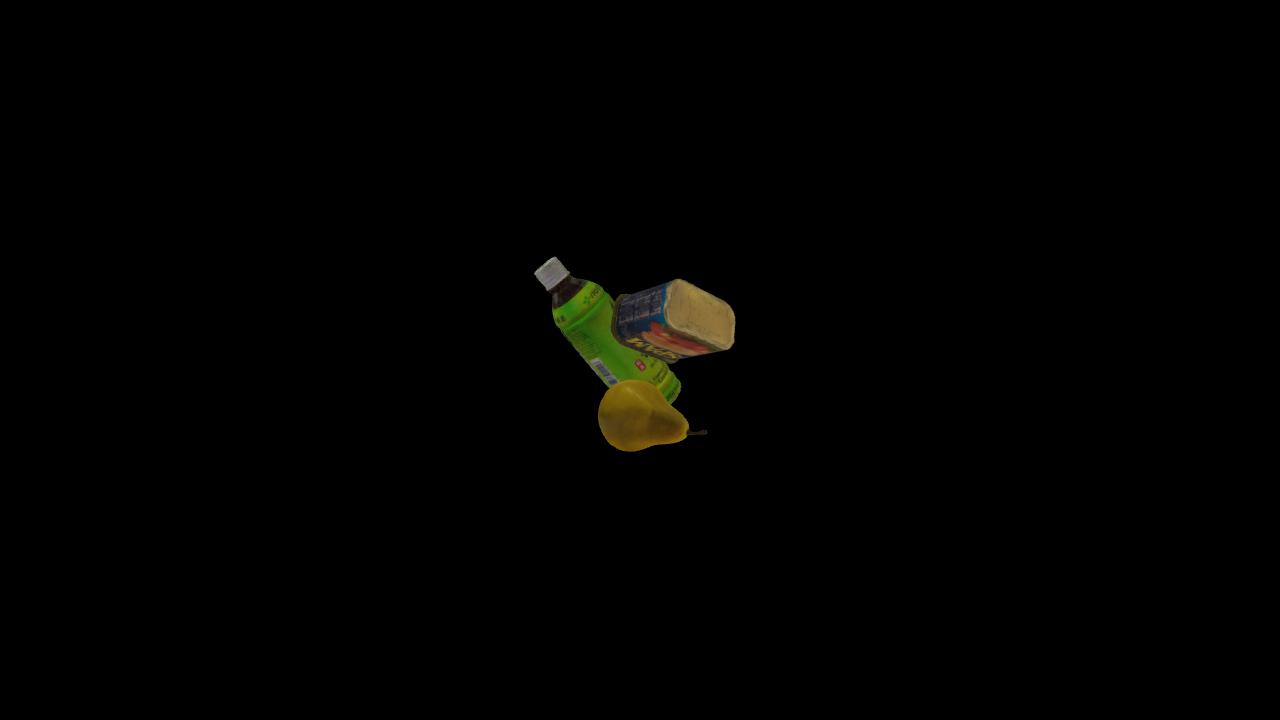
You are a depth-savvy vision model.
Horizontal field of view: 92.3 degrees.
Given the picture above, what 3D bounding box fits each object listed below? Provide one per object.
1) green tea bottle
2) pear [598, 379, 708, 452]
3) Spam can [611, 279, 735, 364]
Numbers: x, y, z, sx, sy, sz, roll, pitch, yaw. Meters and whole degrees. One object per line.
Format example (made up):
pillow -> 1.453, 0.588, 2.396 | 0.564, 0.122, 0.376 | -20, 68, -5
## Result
green tea bottle -> -0.040, -0.026, 0.700 | 0.073, 0.212, 0.073 | -36, 19, 15
pear -> 0.012, 0.066, 0.637 | 0.111, 0.080, 0.080 | 23, 13, 31
Spam can -> 0.036, -0.039, 0.634 | 0.101, 0.058, 0.085 | 20, -21, -37
